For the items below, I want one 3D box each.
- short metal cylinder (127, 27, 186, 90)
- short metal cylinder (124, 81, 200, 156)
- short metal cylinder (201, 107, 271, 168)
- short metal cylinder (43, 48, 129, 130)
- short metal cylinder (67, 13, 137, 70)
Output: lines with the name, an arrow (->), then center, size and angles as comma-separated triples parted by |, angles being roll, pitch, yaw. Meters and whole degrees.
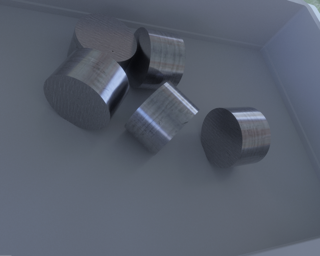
short metal cylinder -> -0.007, -0.093, 0.425 | 0.050, 0.080, 0.080 | 2, 61, -28
short metal cylinder -> 0.003, -0.012, 0.380 | 0.050, 0.080, 0.080 | 44, 51, 2
short metal cylinder -> 0.101, 0.012, 0.420 | 0.050, 0.080, 0.080 | -4, 64, -30
short metal cylinder -> -0.082, -0.043, 0.353 | 0.080, 0.080, 0.050 | 32, 51, -8
short metal cylinder -> -0.077, -0.104, 0.413 | 0.081, 0.050, 0.080 | 14, 56, -21
